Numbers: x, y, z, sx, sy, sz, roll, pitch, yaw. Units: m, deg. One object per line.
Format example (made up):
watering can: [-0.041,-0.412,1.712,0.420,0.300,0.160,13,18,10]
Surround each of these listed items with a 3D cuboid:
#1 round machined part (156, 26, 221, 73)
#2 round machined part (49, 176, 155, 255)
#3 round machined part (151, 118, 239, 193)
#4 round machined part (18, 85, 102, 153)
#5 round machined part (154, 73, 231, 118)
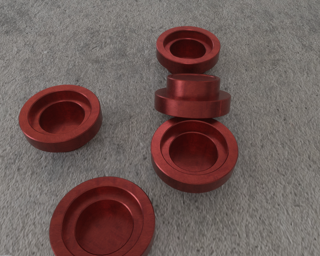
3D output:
round machined part: [0.043,-0.116,0.490,0.099,0.042,0.098,0,50,0]
round machined part: [-0.054,0.101,0.307,0.099,0.042,0.098,0,50,0]
round machined part: [0.039,0.033,0.364,0.099,0.042,0.098,0,50,0]
round machined part: [-0.123,-0.008,0.398,0.099,0.042,0.098,0,50,0]
round machined part: [0.042,-0.046,0.401,0.099,0.042,0.098,2,18,0]
